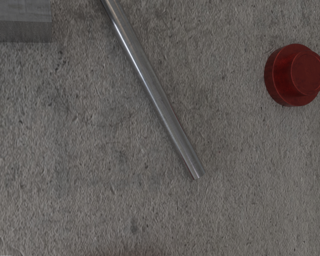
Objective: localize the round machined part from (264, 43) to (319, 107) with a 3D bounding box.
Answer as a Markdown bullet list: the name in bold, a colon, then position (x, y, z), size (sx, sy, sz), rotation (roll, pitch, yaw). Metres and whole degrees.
- **round machined part**: position (0.215, -0.083, 0.480), size (0.099, 0.042, 0.097), rotation (0, 90, -20)

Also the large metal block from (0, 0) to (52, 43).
- **large metal block**: position (-0.158, -0.124, 0.321), size (0.081, 0.080, 0.050), rotation (-5, 92, -20)

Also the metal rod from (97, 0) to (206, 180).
- **metal rod**: position (-0.016, -0.065, 0.403), size (0.025, 0.025, 0.299), rotation (-31, 100, -17)
